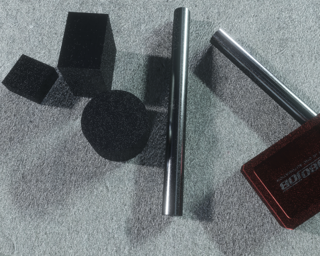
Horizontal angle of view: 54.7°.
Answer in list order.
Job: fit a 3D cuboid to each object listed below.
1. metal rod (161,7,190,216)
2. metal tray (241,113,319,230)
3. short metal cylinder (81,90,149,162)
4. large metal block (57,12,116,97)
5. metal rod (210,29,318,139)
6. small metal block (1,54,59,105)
[{"bbox_3d":[0.024,-0.036,0.421,0.025,0.025,0.299,4,70,1],"label":"metal rod"},{"bbox_3d":[0.177,0.049,0.375,0.130,0.030,0.090,-34,75,0],"label":"metal tray"},{"bbox_3d":[-0.055,-0.002,0.395,0.081,0.050,0.080,0,70,0],"label":"short metal cylinder"},{"bbox_3d":[-0.093,-0.094,0.412,0.050,0.080,0.080,4,70,1],"label":"large metal block"},{"bbox_3d":[0.182,-0.031,0.421,0.025,0.025,0.300,-40,75,-13],"label":"metal rod"},{"bbox_3d":[-0.179,-0.068,0.431,0.050,0.025,0.050,24,72,8],"label":"small metal block"}]
